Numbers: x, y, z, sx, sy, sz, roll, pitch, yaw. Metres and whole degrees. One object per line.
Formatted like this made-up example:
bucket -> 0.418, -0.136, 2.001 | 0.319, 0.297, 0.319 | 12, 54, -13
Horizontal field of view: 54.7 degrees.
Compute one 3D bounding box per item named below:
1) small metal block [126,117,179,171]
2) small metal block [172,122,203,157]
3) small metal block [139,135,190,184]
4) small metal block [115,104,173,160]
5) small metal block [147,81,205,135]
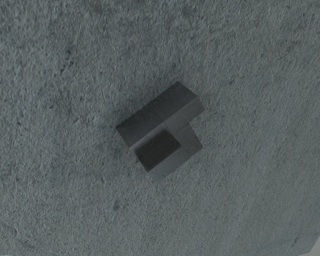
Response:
small metal block -> -0.009, 0.022, 0.418 | 0.050, 0.025, 0.050 | -37, 130, -4
small metal block -> 0.026, 0.005, 0.411 | 0.025, 0.050, 0.050 | -37, 130, -4
small metal block -> 0.000, 0.032, 0.381 | 0.050, 0.050, 0.025 | -37, 130, -4
small metal block -> -0.021, 0.004, 0.384 | 0.050, 0.050, 0.025 | -37, 130, -4
small metal block -> 0.019, -0.026, 0.387 | 0.050, 0.050, 0.025 | -37, 130, -4
